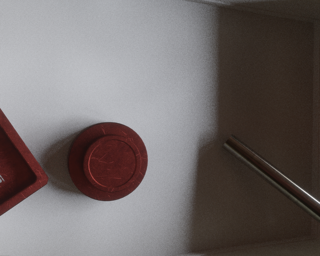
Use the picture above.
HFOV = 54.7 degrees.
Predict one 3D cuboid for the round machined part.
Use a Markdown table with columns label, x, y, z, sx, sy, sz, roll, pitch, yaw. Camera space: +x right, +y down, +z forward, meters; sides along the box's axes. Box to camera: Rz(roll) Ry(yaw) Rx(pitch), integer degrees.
| label | x | y | z | sx | sy | sz | roll | pitch | yaw |
| --- | --- | --- | --- | --- | --- | --- | --- | --- | --- |
| round machined part | -0.061 | 0.041 | 0.380 | 0.099 | 0.042 | 0.097 | 0 | 90 | -21 |

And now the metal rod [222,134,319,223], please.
| label | x | y | z | sx | sy | sz | roll | pitch | yaw |
| --- | --- | --- | --- | --- | --- | --- | --- | --- | --- |
| metal rod | 0.213 | 0.110 | 0.420 | 0.300 | 0.025 | 0.025 | 39 | 76 | 12 |

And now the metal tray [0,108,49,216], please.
| label | x | y | z | sx | sy | sz | roll | pitch | yaw |
| --- | --- | --- | --- | --- | --- | --- | --- | --- | --- |
| metal tray | -0.192 | 0.029 | 0.322 | 0.091 | 0.030 | 0.130 | -37 | 108 | -27 |
